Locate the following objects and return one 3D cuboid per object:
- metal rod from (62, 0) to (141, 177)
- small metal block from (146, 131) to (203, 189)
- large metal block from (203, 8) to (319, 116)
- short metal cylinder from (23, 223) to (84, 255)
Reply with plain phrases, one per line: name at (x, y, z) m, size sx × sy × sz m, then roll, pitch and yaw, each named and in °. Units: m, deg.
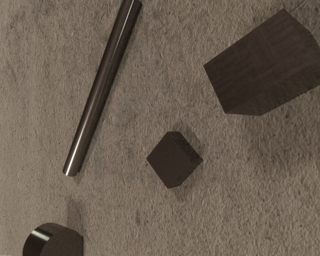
metal rod at (-0.096, -0.053, 0.481) m, size 0.025 × 0.025 × 0.298 m, roll 37°, pitch 112°, yaw 33°
small metal block at (0.017, 0.040, 0.389) m, size 0.050 × 0.025 × 0.050 m, roll 52°, pitch 120°, yaw 27°
large metal block at (0.101, -0.053, 0.285) m, size 0.080 × 0.081 × 0.050 m, roll -32°, pitch 70°, yaw 35°
short metal cylinder at (-0.175, 0.202, 0.510) m, size 0.050 × 0.081 × 0.079 m, roll 1°, pitch 91°, yaw 40°
